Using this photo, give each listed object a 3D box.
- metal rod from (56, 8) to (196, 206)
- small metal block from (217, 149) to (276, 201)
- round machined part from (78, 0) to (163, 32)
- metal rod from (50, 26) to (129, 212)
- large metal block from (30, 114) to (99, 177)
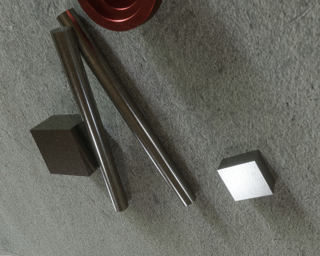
[{"bbox_3d":[-0.037,-0.017,0.413,0.025,0.025,0.299,-23,107,36],"label":"metal rod"},{"bbox_3d":[0.108,0.060,0.386,0.050,0.025,0.050,-22,107,35],"label":"small metal block"},{"bbox_3d":[-0.039,-0.154,0.320,0.098,0.042,0.097,13,124,20],"label":"round machined part"},{"bbox_3d":[-0.090,0.008,0.439,0.025,0.025,0.298,6,127,25],"label":"metal rod"},{"bbox_3d":[-0.138,0.026,0.477,0.080,0.050,0.080,-1,118,28],"label":"large metal block"}]
